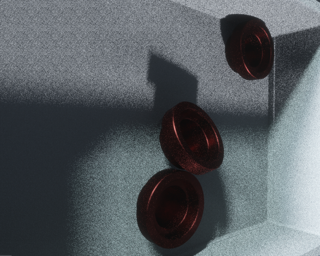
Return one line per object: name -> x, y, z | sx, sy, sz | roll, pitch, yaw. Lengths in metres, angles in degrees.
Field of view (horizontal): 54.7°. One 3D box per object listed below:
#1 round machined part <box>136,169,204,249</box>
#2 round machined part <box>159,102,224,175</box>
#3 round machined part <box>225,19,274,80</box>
round machined part -> 0.009, 0.101, 0.404 | 0.099, 0.042, 0.097 | -2, 94, -39
round machined part -> 0.038, 0.017, 0.413 | 0.098, 0.042, 0.098 | 29, 45, -33
round machined part -> 0.148, -0.129, 0.522 | 0.099, 0.042, 0.097 | 0, 90, -40
